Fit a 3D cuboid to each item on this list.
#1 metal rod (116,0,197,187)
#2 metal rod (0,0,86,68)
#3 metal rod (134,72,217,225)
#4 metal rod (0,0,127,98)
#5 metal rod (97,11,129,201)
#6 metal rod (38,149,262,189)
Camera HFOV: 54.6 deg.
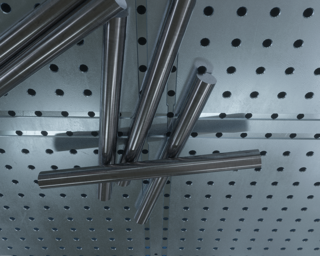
[{"bbox_3d":[-0.015,-0.028,0.386,0.025,0.025,0.298,13,129,-11],"label":"metal rod"},{"bbox_3d":[-0.141,-0.099,0.325,0.300,0.025,0.025,-26,125,20],"label":"metal rod"},{"bbox_3d":[0.011,0.050,0.453,0.025,0.025,0.298,13,129,-11],"label":"metal rod"},{"bbox_3d":[-0.161,-0.061,0.345,0.300,0.025,0.025,-26,126,24],"label":"metal rod"},{"bbox_3d":[-0.067,-0.004,0.407,0.025,0.025,0.298,7,130,-6],"label":"metal rod"},{"bbox_3d":[-0.017,0.057,0.425,0.301,0.025,0.025,-6,130,5],"label":"metal rod"}]
